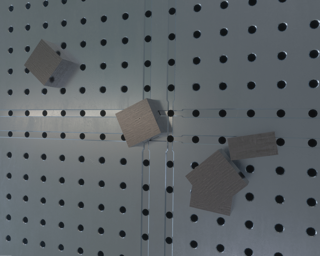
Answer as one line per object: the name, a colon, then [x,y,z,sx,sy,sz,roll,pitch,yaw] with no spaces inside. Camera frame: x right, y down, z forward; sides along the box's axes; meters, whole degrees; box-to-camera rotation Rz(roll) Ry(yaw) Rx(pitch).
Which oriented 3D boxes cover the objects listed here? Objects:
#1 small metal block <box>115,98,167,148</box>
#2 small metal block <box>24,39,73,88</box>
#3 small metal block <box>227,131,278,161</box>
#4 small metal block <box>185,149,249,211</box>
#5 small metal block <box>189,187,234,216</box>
small metal block: [-0.026,-0.007,0.422,0.050,0.025,0.050,-25,82,18]
small metal block: [-0.170,-0.098,0.474,0.050,0.025,0.050,43,103,15]
small metal block: [0.109,0.020,0.361,0.050,0.050,0.025,-10,87,20]
small metal block: [0.067,0.060,0.363,0.050,0.025,0.050,-42,77,14]
small metal block: [0.068,0.077,0.389,0.050,0.025,0.050,9,93,19]
